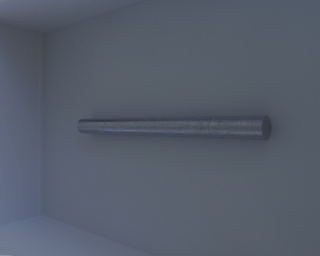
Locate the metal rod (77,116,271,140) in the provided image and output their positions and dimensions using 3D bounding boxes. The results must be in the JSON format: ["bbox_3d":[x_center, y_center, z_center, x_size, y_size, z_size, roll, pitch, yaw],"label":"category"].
[{"bbox_3d":[-0.008,-0.002,0.409,0.300,0.025,0.025,1,91,39],"label":"metal rod"}]
